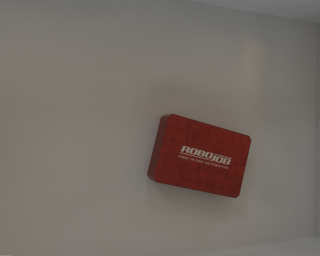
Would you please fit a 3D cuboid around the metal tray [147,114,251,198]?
[{"bbox_3d":[0.056,0.040,0.428,0.131,0.030,0.090,15,85,-20],"label":"metal tray"}]
